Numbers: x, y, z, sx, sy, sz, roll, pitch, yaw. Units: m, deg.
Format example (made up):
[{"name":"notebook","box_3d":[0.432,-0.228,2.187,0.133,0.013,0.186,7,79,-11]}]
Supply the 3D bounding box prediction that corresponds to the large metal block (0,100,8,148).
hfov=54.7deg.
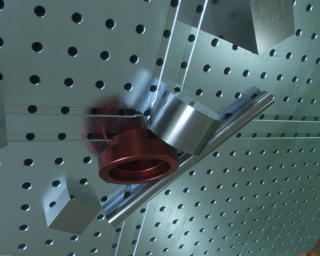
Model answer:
[{"name":"large metal block","box_3d":[-0.178,-0.023,0.264,0.050,0.080,0.080,-27,128,-12]}]

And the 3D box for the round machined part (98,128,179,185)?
[{"name":"round machined part","box_3d":[-0.028,0.035,0.388,0.099,0.042,0.098,-8,152,-4]}]

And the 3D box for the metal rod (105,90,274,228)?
[{"name":"metal rod","box_3d":[0.046,0.045,0.463,0.301,0.025,0.025,-38,129,-3]}]

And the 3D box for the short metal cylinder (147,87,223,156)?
[{"name":"short metal cylinder","box_3d":[0.031,-0.009,0.387,0.080,0.080,0.050,20,108,-36]}]

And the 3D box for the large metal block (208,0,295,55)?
[{"name":"large metal block","box_3d":[0.097,-0.138,0.343,0.050,0.080,0.080,-32,129,-8]}]

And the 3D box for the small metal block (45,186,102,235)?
[{"name":"small metal block","box_3d":[-0.116,0.113,0.417,0.050,0.025,0.050,32,100,-38]}]
